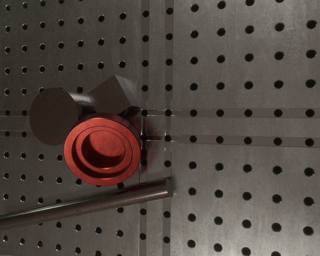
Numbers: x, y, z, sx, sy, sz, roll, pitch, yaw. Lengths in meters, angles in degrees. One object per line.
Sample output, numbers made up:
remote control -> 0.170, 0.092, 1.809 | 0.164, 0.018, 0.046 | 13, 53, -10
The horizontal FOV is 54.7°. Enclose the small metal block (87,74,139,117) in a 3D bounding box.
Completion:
small metal block -> -0.066, -0.039, 0.435 | 0.050, 0.025, 0.050 | -31, 80, 17

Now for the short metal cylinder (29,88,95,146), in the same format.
short metal cylinder -> -0.138, -0.016, 0.446 | 0.080, 0.050, 0.079 | 0, 90, 19

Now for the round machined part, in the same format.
round machined part -> -0.074, 0.025, 0.414 | 0.099, 0.042, 0.097 | -1, 112, -1

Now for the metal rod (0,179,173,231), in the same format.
metal rod -> -0.124, 0.117, 0.454 | 0.301, 0.025, 0.025 | -15, 85, 18
